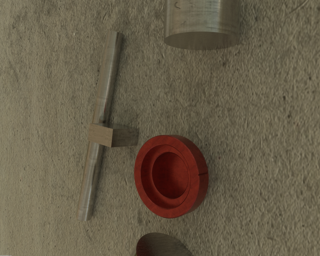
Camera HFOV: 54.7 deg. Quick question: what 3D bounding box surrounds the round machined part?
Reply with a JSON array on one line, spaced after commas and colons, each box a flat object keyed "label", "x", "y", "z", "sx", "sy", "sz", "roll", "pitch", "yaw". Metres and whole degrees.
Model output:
[{"label": "round machined part", "x": 0.018, "y": 0.057, "z": 0.379, "sx": 0.098, "sy": 0.042, "sz": 0.097, "roll": 0, "pitch": 90, "yaw": 40}]

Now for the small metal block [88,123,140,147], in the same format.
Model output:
[{"label": "small metal block", "x": -0.066, "y": 0.009, "z": 0.443, "sx": 0.050, "sy": 0.050, "sz": 0.025, "roll": 12, "pitch": 98, "yaw": 39}]

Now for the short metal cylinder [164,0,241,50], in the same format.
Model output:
[{"label": "short metal cylinder", "x": 0.045, "y": -0.117, "z": 0.332, "sx": 0.080, "sy": 0.081, "sz": 0.050, "roll": 3, "pitch": 92, "yaw": 40}]

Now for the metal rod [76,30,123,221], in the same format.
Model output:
[{"label": "metal rod", "x": -0.096, "y": 0.002, "z": 0.483, "sx": 0.025, "sy": 0.025, "sz": 0.298, "roll": 19, "pitch": 102, "yaw": 38}]

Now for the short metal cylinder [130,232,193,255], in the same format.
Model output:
[{"label": "short metal cylinder", "x": -0.001, "y": 0.174, "z": 0.370, "sx": 0.080, "sy": 0.081, "sz": 0.050, "roll": 41, "pitch": 115, "yaw": 32}]
